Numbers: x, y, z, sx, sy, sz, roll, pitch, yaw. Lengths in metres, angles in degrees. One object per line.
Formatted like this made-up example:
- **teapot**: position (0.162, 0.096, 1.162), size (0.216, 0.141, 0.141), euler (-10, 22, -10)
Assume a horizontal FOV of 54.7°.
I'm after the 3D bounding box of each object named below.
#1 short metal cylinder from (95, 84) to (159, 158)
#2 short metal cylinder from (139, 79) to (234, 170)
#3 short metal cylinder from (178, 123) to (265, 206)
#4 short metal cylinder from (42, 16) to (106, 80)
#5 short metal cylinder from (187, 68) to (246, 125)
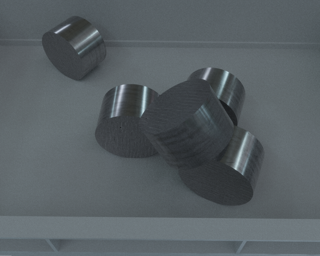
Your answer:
- **short metal cylinder**: position (-0.034, -0.007, 0.375), size (0.081, 0.080, 0.050), euler (2, 50, 1)
- **short metal cylinder**: position (0.026, -0.005, 0.312), size (0.080, 0.050, 0.080), euler (-28, 29, 17)
- **short metal cylinder**: position (0.067, 0.040, 0.337), size (0.080, 0.080, 0.050), euler (20, 53, 15)
- **short metal cylinder**: position (-0.129, -0.120, 0.469), size (0.080, 0.080, 0.050), euler (26, 55, 20)
- **short metal cylinder**: position (0.064, -0.030, 0.395), size (0.080, 0.080, 0.050), euler (16, 52, 13)
